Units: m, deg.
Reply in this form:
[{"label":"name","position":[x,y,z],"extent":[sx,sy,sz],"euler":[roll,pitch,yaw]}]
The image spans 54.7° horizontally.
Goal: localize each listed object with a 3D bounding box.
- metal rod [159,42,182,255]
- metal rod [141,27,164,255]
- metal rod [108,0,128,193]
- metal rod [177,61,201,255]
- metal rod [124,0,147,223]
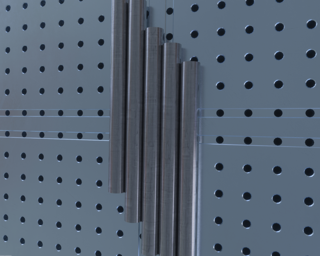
[{"label":"metal rod","position":[0.013,0.040,0.406],"extent":[0.025,0.025,0.298],"euler":[1,90,19]},{"label":"metal rod","position":[-0.010,0.018,0.414],"extent":[0.025,0.025,0.298],"euler":[1,90,19]},{"label":"metal rod","position":[-0.057,-0.060,0.431],"extent":[0.025,0.025,0.298],"euler":[1,90,19]},{"label":"metal rod","position":[0.037,0.066,0.398],"extent":[0.025,0.025,0.298],"euler":[1,90,19]},{"label":"metal rod","position":[-0.033,-0.023,0.422],"extent":[0.025,0.025,0.298],"euler":[1,90,19]}]
